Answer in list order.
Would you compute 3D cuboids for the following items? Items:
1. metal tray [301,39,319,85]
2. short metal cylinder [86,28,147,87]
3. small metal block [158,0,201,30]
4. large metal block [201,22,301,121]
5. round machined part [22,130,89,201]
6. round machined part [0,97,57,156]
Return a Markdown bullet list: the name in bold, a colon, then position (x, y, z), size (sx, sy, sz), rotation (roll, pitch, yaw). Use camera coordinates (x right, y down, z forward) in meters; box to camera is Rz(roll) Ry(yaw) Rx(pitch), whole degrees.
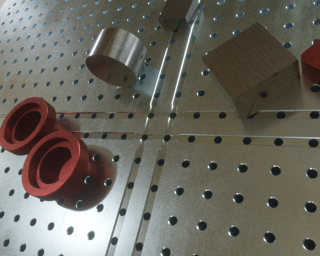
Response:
- **metal tray**: position (0.235, -0.089, 0.336), size (0.130, 0.030, 0.090), rotation (-40, 51, 1)
- **short metal cylinder**: position (-0.065, -0.106, 0.472), size (0.080, 0.080, 0.050), rotation (5, 65, 30)
- **small metal block**: position (0.032, -0.189, 0.507), size (0.050, 0.025, 0.050), rotation (9, 66, 32)
- **large metal block**: position (0.109, -0.069, 0.377), size (0.080, 0.050, 0.080), rotation (-32, 52, 8)
- **round machined part**: position (-0.141, 0.056, 0.438), size (0.098, 0.042, 0.098), rotation (-13, 56, 21)
- **round machined part**: position (-0.209, 0.001, 0.507), size (0.098, 0.042, 0.098), rotation (-13, 56, 21)
